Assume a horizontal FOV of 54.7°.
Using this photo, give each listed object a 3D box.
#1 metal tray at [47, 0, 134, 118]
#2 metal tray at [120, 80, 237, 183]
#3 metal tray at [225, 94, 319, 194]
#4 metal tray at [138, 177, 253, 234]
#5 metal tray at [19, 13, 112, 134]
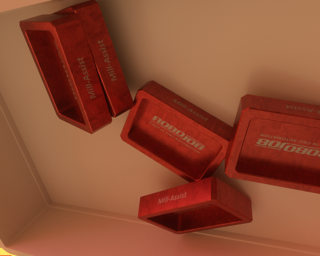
[{"bbox_3d":[-0.088,-0.080,0.380,0.090,0.030,0.129,11,126,49],"label":"metal tray"},{"bbox_3d":[0.021,0.010,0.399,0.130,0.030,0.089,32,128,7],"label":"metal tray"},{"bbox_3d":[0.141,0.020,0.322,0.131,0.030,0.089,10,124,5],"label":"metal tray"},{"bbox_3d":[0.046,0.110,0.422,0.130,0.030,0.090,-24,136,36],"label":"metal tray"},{"bbox_3d":[-0.110,-0.064,0.364,0.090,0.030,0.129,19,133,44],"label":"metal tray"}]
